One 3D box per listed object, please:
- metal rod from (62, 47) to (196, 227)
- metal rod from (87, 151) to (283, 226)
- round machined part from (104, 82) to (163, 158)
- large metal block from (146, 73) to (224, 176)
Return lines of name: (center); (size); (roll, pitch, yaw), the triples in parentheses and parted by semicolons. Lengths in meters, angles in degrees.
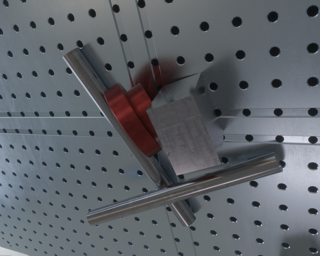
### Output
metal rod: (-0.037, 0.021, 0.443); (0.025, 0.025, 0.299); (-25, 105, 37)
metal rod: (0.016, 0.092, 0.430); (0.300, 0.025, 0.025); (-23, 106, 26)
round machined part: (-0.022, -0.015, 0.379); (0.042, 0.098, 0.098); (-34, 102, 2)
large metal block: (0.033, -0.007, 0.348); (0.050, 0.080, 0.080); (-18, 110, 21)
